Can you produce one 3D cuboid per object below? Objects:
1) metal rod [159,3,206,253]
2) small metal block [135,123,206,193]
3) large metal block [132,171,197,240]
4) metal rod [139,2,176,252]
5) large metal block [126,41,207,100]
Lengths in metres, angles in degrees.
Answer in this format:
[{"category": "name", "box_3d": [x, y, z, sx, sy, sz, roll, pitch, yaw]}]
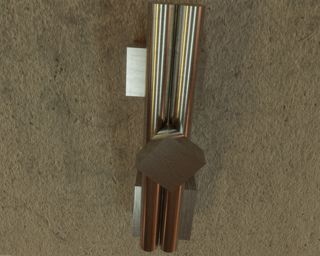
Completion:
[{"category": "metal rod", "box_3d": [0.020, 0.023, 0.342, 0.025, 0.025, 0.298, 3, 117, -1]}, {"category": "small metal block", "box_3d": [0.010, 0.032, 0.319, 0.050, 0.025, 0.050, 38, 111, -19]}, {"category": "large metal block", "box_3d": [0.005, 0.106, 0.436, 0.081, 0.050, 0.079, 5, 110, -2]}, {"category": "metal rod", "box_3d": [-0.006, 0.022, 0.341, 0.025, 0.025, 0.298, 3, 117, -1]}, {"category": "large metal block", "box_3d": [0.006, -0.069, 0.357, 0.081, 0.080, 0.050, 3, 110, -1]}]
